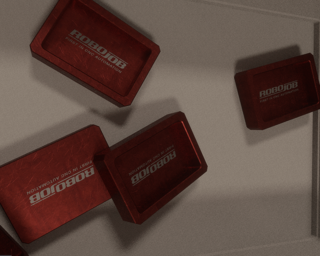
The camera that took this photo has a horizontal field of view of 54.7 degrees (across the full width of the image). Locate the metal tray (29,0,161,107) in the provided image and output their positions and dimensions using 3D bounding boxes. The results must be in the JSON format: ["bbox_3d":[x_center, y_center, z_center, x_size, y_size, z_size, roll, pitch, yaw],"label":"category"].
[{"bbox_3d":[-0.076,-0.094,0.380,0.131,0.030,0.090,31,80,-18],"label":"metal tray"}]

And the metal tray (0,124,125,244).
[{"bbox_3d":[-0.116,0.062,0.366,0.131,0.030,0.090,-27,99,-18],"label":"metal tray"}]

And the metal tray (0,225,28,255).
[{"bbox_3d":[-0.187,0.110,0.307,0.030,0.090,0.130,-40,103,-16],"label":"metal tray"}]

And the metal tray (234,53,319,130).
[{"bbox_3d":[0.186,-0.057,0.478,0.131,0.030,0.089,-18,96,-20],"label":"metal tray"}]

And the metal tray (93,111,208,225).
[{"bbox_3d":[-0.006,0.045,0.386,0.131,0.030,0.090,-31,101,-35],"label":"metal tray"}]
